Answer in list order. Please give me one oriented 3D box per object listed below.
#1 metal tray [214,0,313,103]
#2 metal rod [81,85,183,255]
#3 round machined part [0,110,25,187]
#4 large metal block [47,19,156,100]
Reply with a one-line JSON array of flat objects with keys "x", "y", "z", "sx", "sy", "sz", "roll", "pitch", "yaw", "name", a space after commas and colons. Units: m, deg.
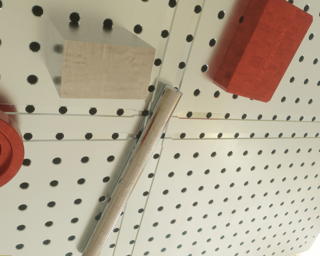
[{"x": 0.140, "y": -0.105, "z": 0.422, "sx": 0.091, "sy": 0.030, "sz": 0.129, "roll": 9, "pitch": 114, "yaw": -33, "name": "metal tray"}, {"x": -0.047, "y": 0.078, "z": 0.435, "sx": 0.025, "sy": 0.025, "sz": 0.298, "roll": 15, "pitch": 111, "yaw": -35, "name": "metal rod"}, {"x": -0.190, "y": 0.017, "z": 0.307, "sx": 0.099, "sy": 0.042, "sz": 0.097, "roll": -14, "pitch": 125, "yaw": -21, "name": "round machined part"}, {"x": -0.061, "y": -0.067, "z": 0.302, "sx": 0.081, "sy": 0.080, "sz": 0.050, "roll": -2, "pitch": 119, "yaw": -28, "name": "large metal block"}]
